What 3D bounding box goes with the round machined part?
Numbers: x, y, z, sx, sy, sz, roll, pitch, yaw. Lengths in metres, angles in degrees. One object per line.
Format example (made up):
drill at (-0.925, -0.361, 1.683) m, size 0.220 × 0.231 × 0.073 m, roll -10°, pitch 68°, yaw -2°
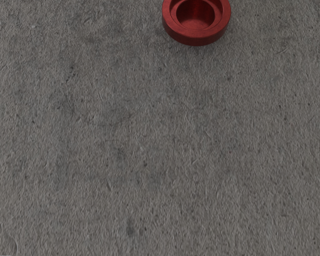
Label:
round machined part at (0.052, -0.162, 0.458) m, size 0.099 × 0.042 × 0.098 m, roll 0°, pitch 70°, yaw 0°
